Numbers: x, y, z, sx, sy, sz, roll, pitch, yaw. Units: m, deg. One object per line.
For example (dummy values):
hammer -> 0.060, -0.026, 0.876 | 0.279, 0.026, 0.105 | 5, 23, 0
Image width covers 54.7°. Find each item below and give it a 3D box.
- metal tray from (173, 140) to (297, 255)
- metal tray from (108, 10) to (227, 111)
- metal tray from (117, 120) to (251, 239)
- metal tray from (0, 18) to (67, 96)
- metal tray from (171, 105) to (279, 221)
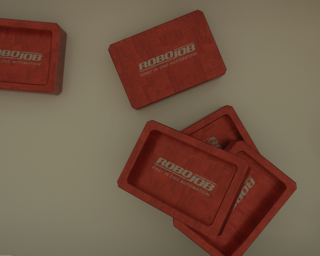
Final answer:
metal tray -> 0.089, 0.090, 0.379 | 0.090, 0.030, 0.130 | 39, 90, 0
metal tray -> 0.010, -0.087, 0.409 | 0.131, 0.030, 0.090 | -22, 90, -1
metal tray -> 0.026, 0.055, 0.358 | 0.130, 0.030, 0.090 | 23, 83, 24
metal tray -> -0.195, -0.094, 0.406 | 0.131, 0.030, 0.089 | 5, 90, -1
metal tray -> 0.084, 0.046, 0.410 | 0.090, 0.030, 0.130 | -30, 90, -1
